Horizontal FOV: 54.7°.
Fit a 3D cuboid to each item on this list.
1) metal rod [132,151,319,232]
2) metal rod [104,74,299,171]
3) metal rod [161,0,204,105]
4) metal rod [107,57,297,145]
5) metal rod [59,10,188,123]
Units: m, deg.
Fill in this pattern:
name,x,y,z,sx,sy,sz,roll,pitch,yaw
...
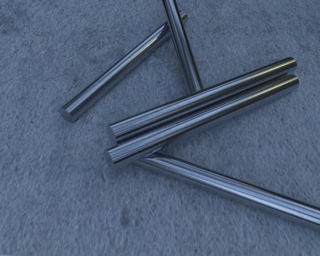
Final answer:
name,x,y,z,sx,sy,sz,roll,pitch,yaw
metal rod,0.086,0.069,0.346,0.301,0.025,0.025,18,52,14
metal rod,0.072,-0.017,0.398,0.302,0.025,0.025,-22,54,-26
metal rod,0.031,-0.150,0.505,0.025,0.025,0.299,-8,58,-7
metal rod,0.072,-0.044,0.411,0.302,0.025,0.025,-22,54,-25
metal rod,-0.042,-0.112,0.496,0.025,0.025,0.301,27,55,21
